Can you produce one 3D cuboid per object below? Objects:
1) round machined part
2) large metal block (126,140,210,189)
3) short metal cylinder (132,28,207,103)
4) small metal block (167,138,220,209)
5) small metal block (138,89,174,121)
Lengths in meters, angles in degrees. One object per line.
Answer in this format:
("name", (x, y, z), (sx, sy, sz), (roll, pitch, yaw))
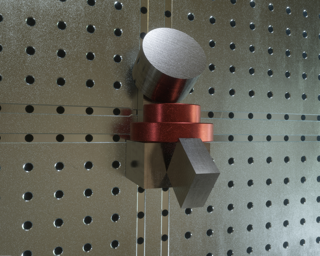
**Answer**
("round machined part", (0.014, -0.006, 0.369), (0.099, 0.098, 0.042), (1, 90, -20))
("large metal block", (0.007, 0.041, 0.386), (0.081, 0.080, 0.050), (1, 90, -20))
("short metal cylinder", (0.011, -0.077, 0.386), (0.081, 0.050, 0.080), (10, 57, -15))
("small metal block", (0.032, 0.045, 0.315), (0.025, 0.050, 0.050), (1, 128, -21))
("small metal block", (-0.002, -0.031, 0.412), (0.050, 0.025, 0.050), (1, 90, -21))
